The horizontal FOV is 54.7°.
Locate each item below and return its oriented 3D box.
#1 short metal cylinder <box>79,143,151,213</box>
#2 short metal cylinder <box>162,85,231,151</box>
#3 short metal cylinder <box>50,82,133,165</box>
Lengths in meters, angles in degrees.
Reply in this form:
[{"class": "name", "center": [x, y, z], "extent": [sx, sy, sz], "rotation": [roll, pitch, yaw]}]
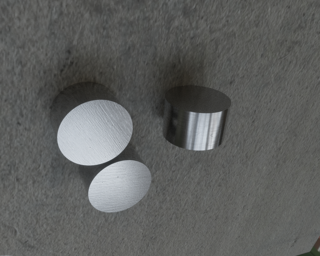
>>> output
[{"class": "short metal cylinder", "center": [-0.058, 0.061, 0.398], "extent": [0.081, 0.050, 0.079], "rotation": [-14, 125, -21]}, {"class": "short metal cylinder", "center": [0.044, -0.015, 0.388], "extent": [0.081, 0.080, 0.050], "rotation": [-10, 123, -24]}, {"class": "short metal cylinder", "center": [-0.077, -0.005, 0.346], "extent": [0.081, 0.050, 0.079], "rotation": [-14, 125, -21]}]
